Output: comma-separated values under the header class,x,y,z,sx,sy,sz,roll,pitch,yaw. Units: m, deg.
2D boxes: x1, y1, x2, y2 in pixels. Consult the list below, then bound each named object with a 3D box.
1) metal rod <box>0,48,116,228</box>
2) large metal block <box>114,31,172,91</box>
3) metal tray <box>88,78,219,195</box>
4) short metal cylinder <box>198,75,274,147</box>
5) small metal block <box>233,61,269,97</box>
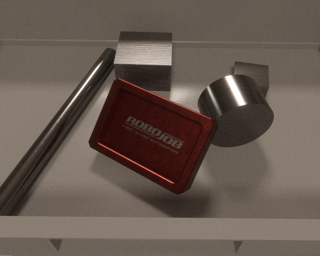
class,x,y,z,sx,sy,sz,roll,pitch,yaw
metal rod,-0.128,-0.011,0.412,0.025,0.025,0.301,15,51,12
large metal block,-0.023,-0.103,0.475,0.081,0.050,0.080,2,50,1
metal tray,-0.010,0.007,0.361,0.130,0.030,0.090,26,96,19
short metal cylinder,0.093,-0.020,0.387,0.081,0.080,0.050,-8,51,-7
small metal block,0.135,-0.072,0.468,0.050,0.025,0.050,9,51,7
